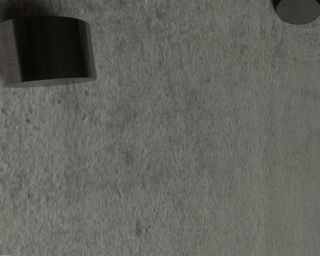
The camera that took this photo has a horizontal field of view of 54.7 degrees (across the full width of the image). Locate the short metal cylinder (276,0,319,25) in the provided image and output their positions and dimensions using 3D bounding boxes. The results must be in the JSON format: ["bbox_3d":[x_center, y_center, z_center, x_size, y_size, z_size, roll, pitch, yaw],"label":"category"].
[{"bbox_3d":[0.273,-0.247,0.601,0.080,0.080,0.050,31,71,-36],"label":"short metal cylinder"}]

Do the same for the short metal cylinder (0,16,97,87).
[{"bbox_3d":[-0.102,-0.066,0.284,0.081,0.080,0.050,-11,97,-40],"label":"short metal cylinder"}]
